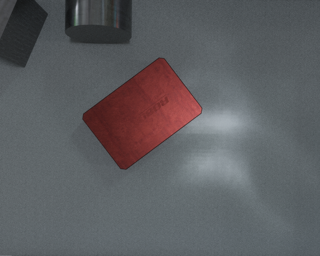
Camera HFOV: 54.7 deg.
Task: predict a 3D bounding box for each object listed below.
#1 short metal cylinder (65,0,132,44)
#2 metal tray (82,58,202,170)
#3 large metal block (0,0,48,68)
[{"bbox_3d":[-0.075,-0.140,0.383,0.081,0.080,0.050,1,90,-1],"label":"short metal cylinder"},{"bbox_3d":[-0.022,-0.018,0.409,0.130,0.030,0.090,-37,90,-1],"label":"metal tray"},{"bbox_3d":[-0.191,-0.128,0.381,0.050,0.080,0.080,23,90,-1],"label":"large metal block"}]
